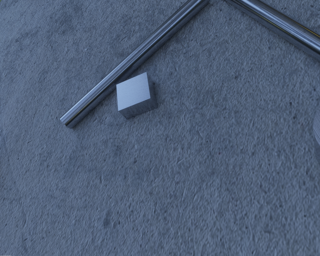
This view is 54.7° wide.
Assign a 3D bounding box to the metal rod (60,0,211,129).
[{"bbox_3d":[-0.038,-0.110,0.489,0.300,0.025,0.025,-43,51,-2],"label":"metal rod"}]

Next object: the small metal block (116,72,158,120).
[{"bbox_3d":[-0.034,-0.046,0.449,0.050,0.025,0.050,-20,54,16],"label":"small metal block"}]

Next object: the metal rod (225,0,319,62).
[{"bbox_3d":[0.132,-0.172,0.439,0.025,0.025,0.300,-38,51,3],"label":"metal rod"}]

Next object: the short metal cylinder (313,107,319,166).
[{"bbox_3d":[0.186,0.010,0.284,0.080,0.050,0.080,-13,56,20],"label":"short metal cylinder"}]
